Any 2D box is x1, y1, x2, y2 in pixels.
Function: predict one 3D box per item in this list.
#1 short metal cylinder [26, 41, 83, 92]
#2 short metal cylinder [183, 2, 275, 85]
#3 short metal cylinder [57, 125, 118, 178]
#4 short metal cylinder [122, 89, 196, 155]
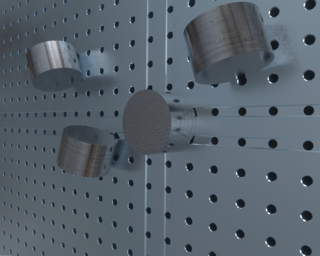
[{"bbox_3d":[-0.176,-0.102,0.519,0.080,0.081,0.050,-29,72,36],"label":"short metal cylinder"},{"bbox_3d":[0.069,-0.083,0.317,0.080,0.081,0.050,-21,77,38],"label":"short metal cylinder"},{"bbox_3d":[-0.108,0.033,0.463,0.080,0.081,0.050,26,107,37],"label":"short metal cylinder"},{"bbox_3d":[-0.002,-0.007,0.395,0.080,0.050,0.079,0,90,40],"label":"short metal cylinder"}]
